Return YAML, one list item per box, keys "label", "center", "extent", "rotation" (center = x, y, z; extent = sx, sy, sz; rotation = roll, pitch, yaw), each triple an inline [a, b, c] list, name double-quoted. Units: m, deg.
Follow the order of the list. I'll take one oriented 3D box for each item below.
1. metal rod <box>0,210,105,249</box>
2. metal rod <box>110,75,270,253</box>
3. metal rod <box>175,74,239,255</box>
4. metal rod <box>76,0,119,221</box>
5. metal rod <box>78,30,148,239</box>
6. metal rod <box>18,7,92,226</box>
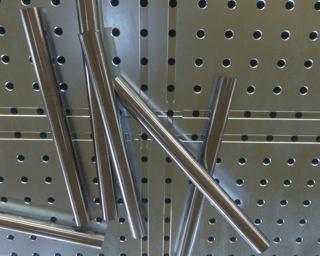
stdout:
- label: "metal rod"
  center: [-0.233, 0.137, 0.461]
  extent: [0.302, 0.025, 0.025]
  rotation: [14, 110, -6]
- label: "metal rod"
  center: [0.041, 0.051, 0.409]
  extent: [0.025, 0.025, 0.300]
  rotation: [-40, 97, 13]
- label: "metal rod"
  center: [0.061, 0.073, 0.440]
  extent: [0.025, 0.025, 0.298]
  rotation: [9, 110, -4]
- label: "metal rod"
  center: [-0.079, -0.010, 0.409]
  extent: [0.025, 0.025, 0.298]
  rotation: [-2, 110, 1]
- label: "metal rod"
  center: [-0.055, 0.027, 0.407]
  extent: [0.025, 0.025, 0.298]
  rotation: [-9, 116, 3]
- label: "metal rod"
  center: [-0.133, 0.000, 0.412]
  extent: [0.025, 0.025, 0.298]
  rotation: [-7, 110, 2]
